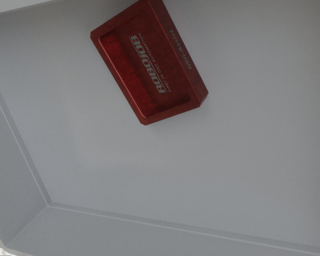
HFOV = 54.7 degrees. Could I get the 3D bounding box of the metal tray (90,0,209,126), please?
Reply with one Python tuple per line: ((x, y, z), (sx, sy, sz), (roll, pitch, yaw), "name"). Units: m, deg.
((-0.012, -0.074, 0.364), (0.090, 0.030, 0.130), (-19, 109, 35), "metal tray")
